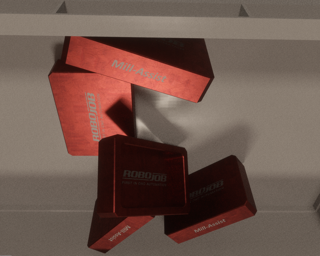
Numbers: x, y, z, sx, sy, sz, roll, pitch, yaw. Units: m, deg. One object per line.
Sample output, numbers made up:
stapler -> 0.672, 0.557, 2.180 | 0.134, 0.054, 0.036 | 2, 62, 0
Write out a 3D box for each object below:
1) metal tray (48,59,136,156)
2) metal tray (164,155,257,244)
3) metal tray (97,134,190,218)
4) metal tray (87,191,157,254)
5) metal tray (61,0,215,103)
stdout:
metal tray -> -0.077, -0.021, 0.387 | 0.091, 0.030, 0.129 | 0, 130, -1
metal tray -> 0.067, 0.104, 0.456 | 0.130, 0.090, 0.030 | -29, 125, 22
metal tray -> -0.015, 0.063, 0.386 | 0.030, 0.090, 0.131 | -16, 159, 40
metal tray -> -0.057, 0.118, 0.466 | 0.030, 0.090, 0.129 | 32, 123, -24
metal tray -> -0.018, -0.078, 0.299 | 0.131, 0.090, 0.030 | 15, 128, -13
